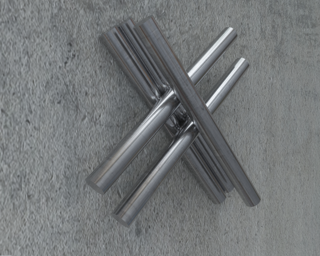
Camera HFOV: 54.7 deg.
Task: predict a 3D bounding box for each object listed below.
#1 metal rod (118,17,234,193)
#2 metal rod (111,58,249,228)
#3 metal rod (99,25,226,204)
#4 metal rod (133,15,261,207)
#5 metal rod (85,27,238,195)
[{"bbox_3d":[0.032,-0.015,0.435,0.025,0.025,0.299,-50,120,-29],"label":"metal rod"},{"bbox_3d":[0.042,0.001,0.411,0.301,0.025,0.025,-49,120,-29],"label":"metal rod"},{"bbox_3d":[0.016,-0.001,0.422,0.025,0.025,0.299,-50,120,-29],"label":"metal rod"},{"bbox_3d":[0.060,-0.003,0.393,0.025,0.025,0.299,-51,120,-28],"label":"metal rod"},{"bbox_3d":[0.019,-0.040,0.391,0.301,0.025,0.025,-49,120,-29],"label":"metal rod"}]
